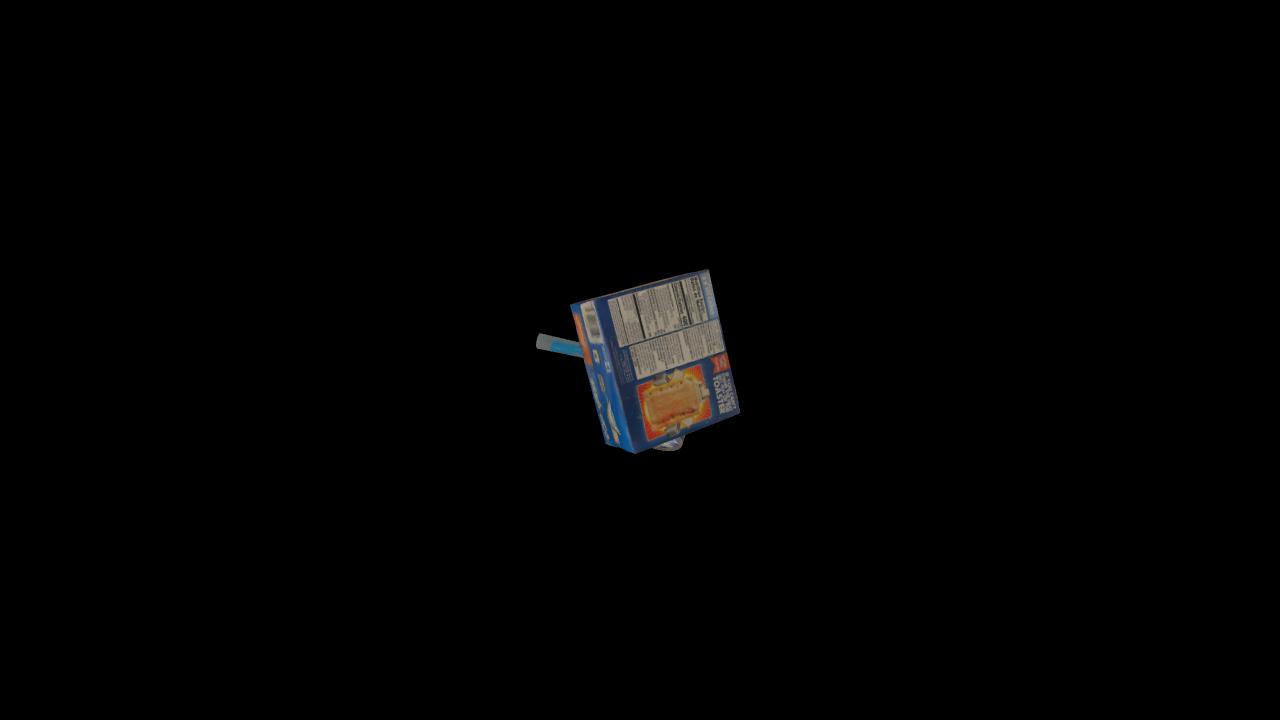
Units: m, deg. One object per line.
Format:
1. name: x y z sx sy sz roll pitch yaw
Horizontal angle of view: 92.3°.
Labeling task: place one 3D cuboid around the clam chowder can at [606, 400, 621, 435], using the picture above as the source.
1. clam chowder can: -0.003 0.051 0.697 0.068 0.068 0.102 0 1 -1

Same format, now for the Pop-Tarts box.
1. Pop-Tarts box: 0.017 -0.001 0.684 0.141 0.167 0.083 -18 10 -24

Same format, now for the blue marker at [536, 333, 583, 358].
1. blue marker: -0.067 -0.011 0.756 0.121 0.020 0.020 13 -5 -21

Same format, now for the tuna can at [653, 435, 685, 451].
1. tuna can: 0.014 0.069 0.702 0.084 0.034 0.084 18 -29 10
